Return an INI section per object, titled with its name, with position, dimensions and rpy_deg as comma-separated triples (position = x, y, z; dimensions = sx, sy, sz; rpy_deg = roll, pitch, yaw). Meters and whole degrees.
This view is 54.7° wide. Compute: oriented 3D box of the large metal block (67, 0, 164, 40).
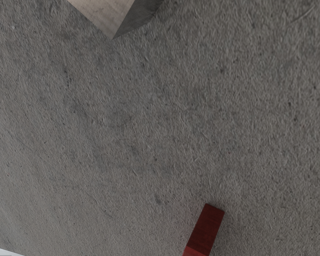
[large metal block]
position = -0.046, -0.143, 0.307
dimensions = 0.080, 0.080, 0.050
rpy_deg = 42, 129, -1

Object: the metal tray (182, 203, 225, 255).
[metal tray]
position = 0.052, 0.184, 0.451
dimensions = 0.030, 0.090, 0.129
rpy_deg = 23, 127, 14
